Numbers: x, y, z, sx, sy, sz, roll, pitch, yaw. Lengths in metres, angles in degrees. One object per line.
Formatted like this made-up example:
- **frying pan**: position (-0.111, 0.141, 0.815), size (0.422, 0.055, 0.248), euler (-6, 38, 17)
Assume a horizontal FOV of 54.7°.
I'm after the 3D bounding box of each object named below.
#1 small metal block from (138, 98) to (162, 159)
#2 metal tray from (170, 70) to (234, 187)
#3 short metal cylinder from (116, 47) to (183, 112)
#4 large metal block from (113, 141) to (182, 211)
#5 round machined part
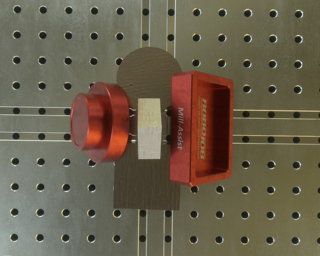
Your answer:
- **small metal block**: position (-0.013, 0.001, 0.358), size (0.025, 0.050, 0.050), euler (0, 132, -3)
- **metal tray**: position (0.054, 0.001, 0.382), size (0.030, 0.091, 0.129), euler (1, 90, 43)
- **short metal cylinder**: position (-0.012, -0.059, 0.400), size (0.081, 0.050, 0.080), euler (0, 90, 0)
- **large metal block**: position (-0.015, 0.059, 0.400), size (0.081, 0.050, 0.080), euler (2, 90, 0)
- **round machined part**: position (-0.078, -0.007, 0.372), size (0.042, 0.098, 0.097), euler (1, 90, -33)
